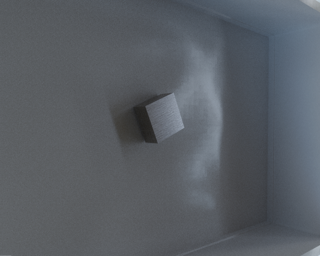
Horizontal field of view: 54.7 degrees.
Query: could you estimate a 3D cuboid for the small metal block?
[{"bbox_3d":[-0.001,-0.013,0.404,0.050,0.025,0.050,-30,109,-36],"label":"small metal block"}]
